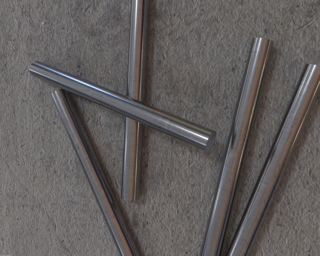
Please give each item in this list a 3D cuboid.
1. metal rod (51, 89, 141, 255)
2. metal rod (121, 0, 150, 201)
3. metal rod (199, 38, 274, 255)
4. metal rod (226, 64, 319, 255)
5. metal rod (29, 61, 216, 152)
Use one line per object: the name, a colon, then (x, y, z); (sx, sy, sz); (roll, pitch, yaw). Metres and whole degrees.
metal rod: (-0.086, 0.080, 0.439); (0.025, 0.025, 0.299); (-29, 81, 18)
metal rod: (-0.033, -0.053, 0.420); (0.025, 0.025, 0.298); (3, 91, 20)
metal rod: (0.089, 0.042, 0.377); (0.025, 0.025, 0.298); (14, 95, 19)
metal rod: (0.124, 0.072, 0.364); (0.025, 0.025, 0.298); (22, 97, 18)
metal rod: (-0.067, -0.038, 0.409); (0.300, 0.025, 0.025); (23, 98, 27)
